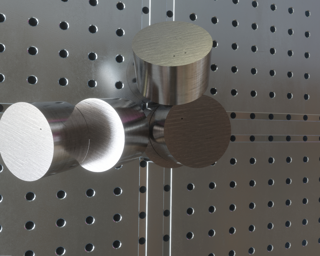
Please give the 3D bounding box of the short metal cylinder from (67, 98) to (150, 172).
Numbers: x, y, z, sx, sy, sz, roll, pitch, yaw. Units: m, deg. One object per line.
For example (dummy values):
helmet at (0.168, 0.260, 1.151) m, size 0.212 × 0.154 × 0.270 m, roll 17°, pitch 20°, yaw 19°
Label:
short metal cylinder at (-0.059, 0.006, 0.354) m, size 0.050 × 0.080 × 0.079 m, roll -11°, pitch 95°, yaw -61°

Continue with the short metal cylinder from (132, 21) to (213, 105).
short metal cylinder at (0.013, -0.070, 0.327) m, size 0.081 × 0.080 × 0.050 m, roll -25°, pitch 142°, yaw -18°

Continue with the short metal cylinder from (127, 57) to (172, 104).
short metal cylinder at (0.002, -0.071, 0.399) m, size 0.081 × 0.050 × 0.079 m, roll 0°, pitch 90°, yaw -20°

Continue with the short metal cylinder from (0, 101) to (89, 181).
short metal cylinder at (-0.124, 0.011, 0.331) m, size 0.050 × 0.080 × 0.079 m, roll -12°, pitch 96°, yaw -62°

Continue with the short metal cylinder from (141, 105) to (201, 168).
short metal cylinder at (0.007, 0.009, 0.401) m, size 0.081 × 0.050 × 0.079 m, roll 0°, pitch 90°, yaw -20°

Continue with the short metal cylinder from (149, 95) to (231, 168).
short metal cylinder at (0.033, 0.003, 0.356) m, size 0.081 × 0.050 × 0.079 m, roll 0°, pitch 90°, yaw -20°
